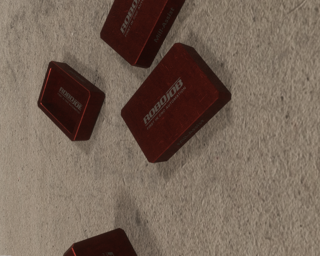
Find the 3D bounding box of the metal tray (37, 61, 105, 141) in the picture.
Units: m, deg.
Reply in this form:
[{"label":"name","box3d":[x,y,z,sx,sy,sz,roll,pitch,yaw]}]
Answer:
[{"label":"metal tray","box3d":[-0.155,-0.047,0.526,0.130,0.030,0.089,37,112,33]}]

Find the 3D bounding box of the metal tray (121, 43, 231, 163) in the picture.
[{"label":"metal tray","box3d":[0.014,-0.028,0.389,0.129,0.030,0.090,-47,62,29]}]

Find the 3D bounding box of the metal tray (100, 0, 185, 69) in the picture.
[{"label":"metal tray","box3d":[-0.023,-0.159,0.419,0.090,0.030,0.129,45,117,30]}]

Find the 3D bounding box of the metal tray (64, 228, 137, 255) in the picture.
[{"label":"metal tray","box3d":[-0.061,0.207,0.410,0.030,0.091,0.130,-49,61,29]}]
